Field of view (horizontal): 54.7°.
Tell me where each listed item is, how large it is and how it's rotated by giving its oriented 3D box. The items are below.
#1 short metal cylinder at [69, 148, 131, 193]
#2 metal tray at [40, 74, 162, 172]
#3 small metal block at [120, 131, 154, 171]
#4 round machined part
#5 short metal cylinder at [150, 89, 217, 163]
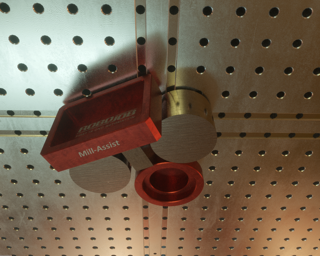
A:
[{"bbox_3d":[-0.079,0.045,0.428,0.081,0.050,0.079,0,130,0],"label":"short metal cylinder"},{"bbox_3d":[-0.064,-0.007,0.356,0.130,0.090,0.030,-18,128,15],"label":"metal tray"},{"bbox_3d":[-0.030,0.019,0.406,0.025,0.050,0.050,-20,128,16],"label":"small metal block"},{"bbox_3d":[0.013,0.069,0.454,0.099,0.042,0.097,0,130,0],"label":"round machined part"},{"bbox_3d":[0.028,-0.001,0.389,0.081,0.050,0.079,0,130,0],"label":"short metal cylinder"}]
